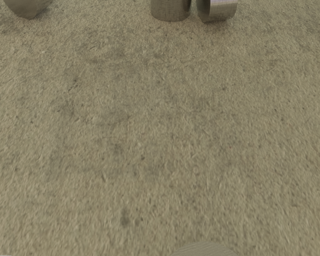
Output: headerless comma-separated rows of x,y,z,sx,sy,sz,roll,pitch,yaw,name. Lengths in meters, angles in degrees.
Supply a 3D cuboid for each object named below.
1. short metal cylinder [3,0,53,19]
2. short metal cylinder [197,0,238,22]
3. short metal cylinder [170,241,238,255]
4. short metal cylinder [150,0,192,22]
-0.249,-0.252,0.576,0.080,0.080,0.050,19,53,15,short metal cylinder
0.103,-0.239,0.570,0.050,0.080,0.080,-10,51,-9,short metal cylinder
0.038,0.146,0.265,0.081,0.050,0.080,0,50,0,short metal cylinder
0.021,-0.248,0.596,0.081,0.050,0.080,0,50,0,short metal cylinder
